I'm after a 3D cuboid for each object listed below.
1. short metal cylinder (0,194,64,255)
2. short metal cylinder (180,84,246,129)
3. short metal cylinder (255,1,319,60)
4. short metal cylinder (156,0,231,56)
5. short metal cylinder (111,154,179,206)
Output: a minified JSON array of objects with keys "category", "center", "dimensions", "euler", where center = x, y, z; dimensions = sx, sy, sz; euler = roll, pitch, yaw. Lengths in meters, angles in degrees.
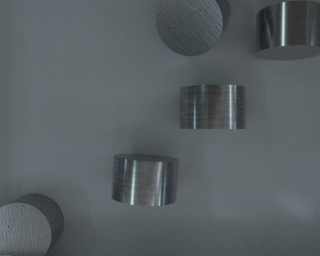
[{"category":"short metal cylinder","center":[-0.171,0.130,0.398],"dimensions":[0.081,0.050,0.080],"euler":[0,90,0]},{"category":"short metal cylinder","center":[0.065,-0.024,0.384],"dimensions":[0.081,0.080,0.050],"euler":[0,90,0]},{"category":"short metal cylinder","center":[0.161,-0.117,0.385],"dimensions":[0.081,0.080,0.050],"euler":[1,90,0]},{"category":"short metal cylinder","center":[0.042,-0.135,0.379],"dimensions":[0.080,0.050,0.079],"euler":[12,126,17]},{"category":"short metal cylinder","center":[-0.018,0.061,0.384],"dimensions":[0.080,0.080,0.050],"euler":[4,90,0]}]
